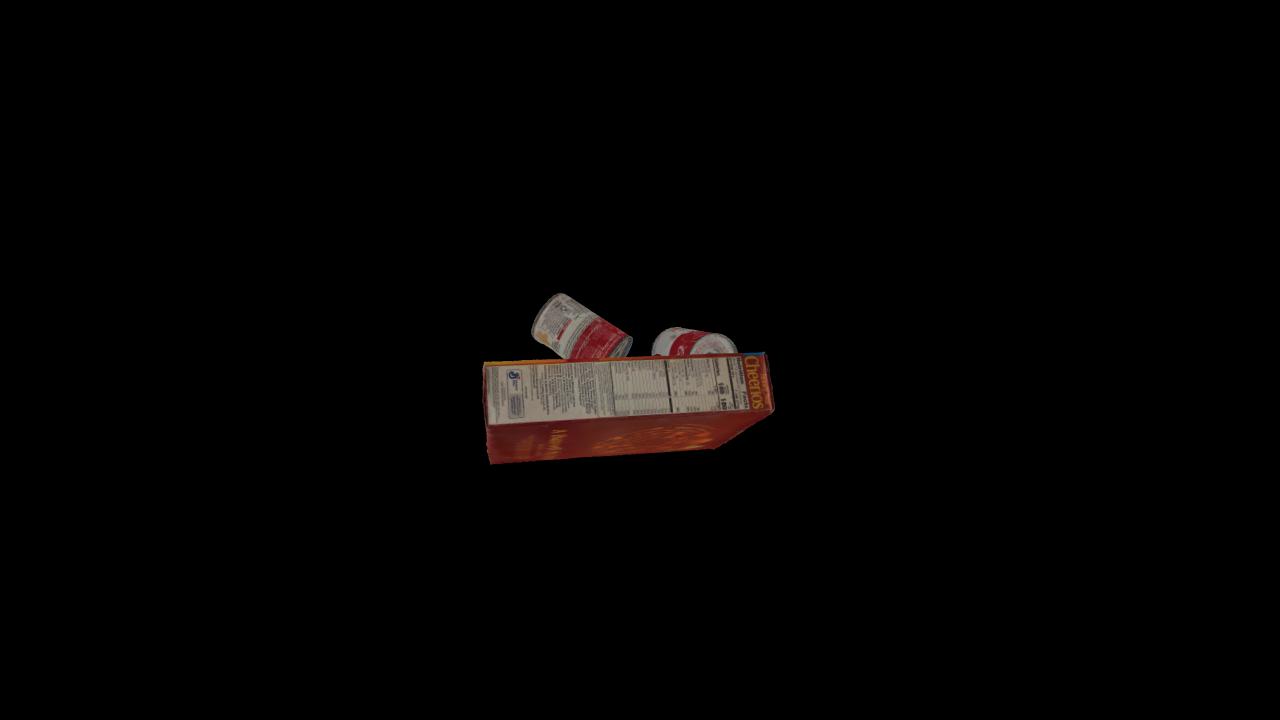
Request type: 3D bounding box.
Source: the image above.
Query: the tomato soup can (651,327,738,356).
[{"bbox_3d":[0.063,-0.004,0.740,0.068,0.068,0.101,0,8,-25],"label":"tomato soup can"}]

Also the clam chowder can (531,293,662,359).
[{"bbox_3d":[-0.069,-0.026,0.727,0.102,0.068,0.068,33,7,11],"label":"clam chowder can"}]

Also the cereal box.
[{"bbox_3d":[-0.024,0.060,0.718,0.306,0.081,0.203,-3,-19,-13],"label":"cereal box"}]

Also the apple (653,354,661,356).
[{"bbox_3d":[0.038,0.028,0.756,0.079,0.093,0.079,41,-8,7],"label":"apple"}]
